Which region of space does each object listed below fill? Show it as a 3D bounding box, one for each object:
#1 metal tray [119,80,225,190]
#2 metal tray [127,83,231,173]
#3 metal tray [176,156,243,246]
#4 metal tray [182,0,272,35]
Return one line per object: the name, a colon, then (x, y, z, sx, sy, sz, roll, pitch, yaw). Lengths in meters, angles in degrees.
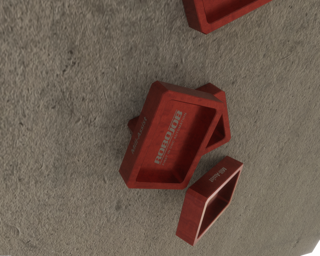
metal tray: (0.013, 0.014, 0.379, 0.091, 0.030, 0.129, 9, 114, -32)
metal tray: (0.031, 0.005, 0.423, 0.131, 0.030, 0.090, -26, 128, -12)
metal tray: (0.078, 0.107, 0.474, 0.131, 0.030, 0.089, -26, 134, -49)
metal tray: (0.084, -0.173, 0.342, 0.131, 0.030, 0.090, -30, 129, -10)
